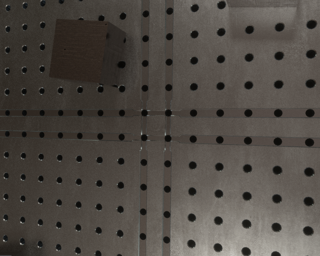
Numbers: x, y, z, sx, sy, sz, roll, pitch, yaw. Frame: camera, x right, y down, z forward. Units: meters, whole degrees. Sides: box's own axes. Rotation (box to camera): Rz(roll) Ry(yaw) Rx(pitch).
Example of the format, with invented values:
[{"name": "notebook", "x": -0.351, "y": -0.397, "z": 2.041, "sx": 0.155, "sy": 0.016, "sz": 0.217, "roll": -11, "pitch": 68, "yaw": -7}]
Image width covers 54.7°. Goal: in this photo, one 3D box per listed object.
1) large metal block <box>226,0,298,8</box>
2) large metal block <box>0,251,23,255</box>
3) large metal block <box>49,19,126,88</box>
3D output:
[{"name": "large metal block", "x": 0.122, "y": -0.188, "z": 0.356, "sx": 0.080, "sy": 0.050, "sz": 0.079, "roll": 8, "pitch": 93, "yaw": 19}, {"name": "large metal block", "x": -0.264, "y": 0.246, "z": 0.490, "sx": 0.080, "sy": 0.050, "sz": 0.080, "roll": -9, "pitch": 87, "yaw": 19}, {"name": "large metal block", "x": -0.101, "y": -0.103, "z": 0.434, "sx": 0.080, "sy": 0.050, "sz": 0.079, "roll": 9, "pitch": 93, "yaw": 19}]
